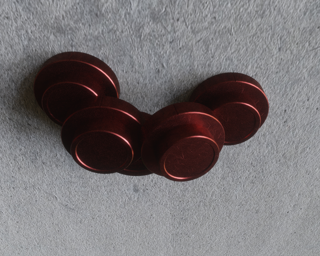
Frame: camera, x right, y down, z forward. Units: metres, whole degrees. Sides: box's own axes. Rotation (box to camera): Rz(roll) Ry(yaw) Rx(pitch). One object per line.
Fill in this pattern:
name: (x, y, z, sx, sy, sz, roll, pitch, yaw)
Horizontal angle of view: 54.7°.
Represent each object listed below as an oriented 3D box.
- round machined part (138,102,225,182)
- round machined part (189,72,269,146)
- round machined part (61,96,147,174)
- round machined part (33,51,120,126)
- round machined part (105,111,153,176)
round machined part: (0.027, 0.022, 0.348, 0.099, 0.042, 0.097, -9, 130, -10)
round machined part: (0.086, -0.016, 0.384, 0.099, 0.042, 0.097, -1, 130, 0)
round machined part: (-0.063, 0.015, 0.354, 0.099, 0.042, 0.097, -1, 130, 0)
round machined part: (-0.098, -0.036, 0.364, 0.099, 0.042, 0.097, -1, 130, 0)
round machined part: (-0.032, 0.016, 0.411, 0.099, 0.042, 0.097, -1, 130, 0)
